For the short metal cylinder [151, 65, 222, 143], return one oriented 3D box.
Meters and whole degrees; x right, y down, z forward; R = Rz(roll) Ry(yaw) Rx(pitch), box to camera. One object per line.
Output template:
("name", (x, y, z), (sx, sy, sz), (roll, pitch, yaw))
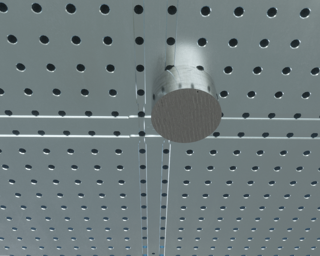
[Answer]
("short metal cylinder", (0.030, -0.028, 0.372), (0.081, 0.050, 0.079), (-1, 130, 0))
